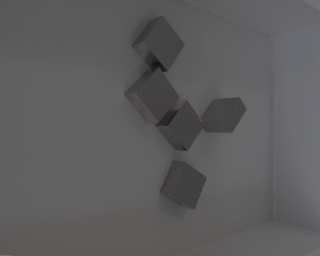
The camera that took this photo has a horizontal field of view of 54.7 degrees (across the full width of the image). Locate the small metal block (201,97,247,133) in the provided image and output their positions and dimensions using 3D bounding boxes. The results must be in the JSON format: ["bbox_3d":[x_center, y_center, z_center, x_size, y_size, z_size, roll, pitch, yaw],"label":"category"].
[{"bbox_3d":[0.095,-0.019,0.469,0.050,0.050,0.025,-52,121,-27],"label":"small metal block"}]

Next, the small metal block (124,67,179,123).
[{"bbox_3d":[-0.010,-0.042,0.398,0.050,0.025,0.050,-52,120,-27],"label":"small metal block"}]

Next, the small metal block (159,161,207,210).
[{"bbox_3d":[0.033,0.080,0.435,0.050,0.025,0.050,38,67,-34],"label":"small metal block"}]

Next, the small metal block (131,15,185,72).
[{"bbox_3d":[-0.001,-0.108,0.405,0.050,0.025,0.050,45,63,-31],"label":"small metal block"}]

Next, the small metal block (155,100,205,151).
[{"bbox_3d":[0.029,-0.004,0.431,0.050,0.025,0.050,51,60,-28],"label":"small metal block"}]
